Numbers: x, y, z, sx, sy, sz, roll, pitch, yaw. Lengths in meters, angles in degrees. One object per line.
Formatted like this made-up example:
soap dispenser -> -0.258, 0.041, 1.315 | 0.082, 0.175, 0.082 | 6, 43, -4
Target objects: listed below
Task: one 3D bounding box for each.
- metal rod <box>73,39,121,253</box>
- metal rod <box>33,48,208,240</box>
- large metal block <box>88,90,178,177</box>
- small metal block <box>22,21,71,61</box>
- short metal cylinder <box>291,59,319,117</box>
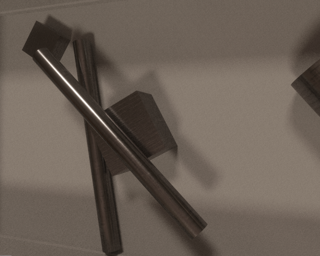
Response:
metal rod -> -0.091, 0.023, 0.441 | 0.025, 0.025, 0.298 | -10, 87, 19
metal rod -> -0.057, 0.009, 0.376 | 0.300, 0.025, 0.025 | 46, 104, 13
large metal block -> -0.036, 0.007, 0.409 | 0.080, 0.050, 0.080 | -29, 81, 17
small metal block -> -0.173, -0.126, 0.470 | 0.050, 0.025, 0.050 | 34, 101, 16
short metal cylinder -> 0.185, -0.052, 0.316 | 0.080, 0.080, 0.050 | -40, 78, 15
